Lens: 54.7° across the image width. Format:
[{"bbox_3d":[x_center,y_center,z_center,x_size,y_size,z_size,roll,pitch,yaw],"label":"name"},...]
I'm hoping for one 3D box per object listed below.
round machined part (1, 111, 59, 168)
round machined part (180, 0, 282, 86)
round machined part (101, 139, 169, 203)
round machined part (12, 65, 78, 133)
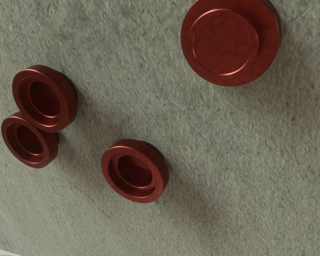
[{"bbox_3d":[-0.208,0.015,0.512,0.098,0.042,0.097,13,124,20],"label":"round machined part"},{"bbox_3d":[0.066,-0.086,0.307,0.098,0.042,0.097,13,124,20],"label":"round machined part"},{"bbox_3d":[-0.032,0.057,0.446,0.098,0.042,0.097,13,124,20],"label":"round machined part"},{"bbox_3d":[-0.160,-0.045,0.450,0.098,0.042,0.097,13,124,20],"label":"round machined part"}]
